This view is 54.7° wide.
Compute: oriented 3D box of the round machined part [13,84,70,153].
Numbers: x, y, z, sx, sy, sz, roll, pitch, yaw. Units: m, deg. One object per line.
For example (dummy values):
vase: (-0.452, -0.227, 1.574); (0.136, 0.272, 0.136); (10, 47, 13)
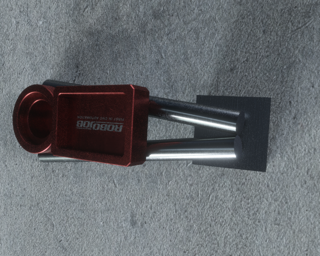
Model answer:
round machined part: (-0.165, -0.013, 0.452); (0.098, 0.042, 0.097); (0, 89, 30)

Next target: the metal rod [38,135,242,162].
metal rod: (-0.048, 0.030, 0.392); (0.300, 0.025, 0.025); (-5, 89, 32)

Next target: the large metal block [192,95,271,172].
large metal block: (0.086, 0.005, 0.365); (0.080, 0.050, 0.079); (4, 91, 19)

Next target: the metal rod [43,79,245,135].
metal rod: (-0.044, -0.033, 0.390); (0.300, 0.025, 0.025); (13, 94, 32)

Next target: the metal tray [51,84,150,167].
metal tray: (-0.077, -0.006, 0.378); (0.130, 0.030, 0.089); (4, 91, 32)
